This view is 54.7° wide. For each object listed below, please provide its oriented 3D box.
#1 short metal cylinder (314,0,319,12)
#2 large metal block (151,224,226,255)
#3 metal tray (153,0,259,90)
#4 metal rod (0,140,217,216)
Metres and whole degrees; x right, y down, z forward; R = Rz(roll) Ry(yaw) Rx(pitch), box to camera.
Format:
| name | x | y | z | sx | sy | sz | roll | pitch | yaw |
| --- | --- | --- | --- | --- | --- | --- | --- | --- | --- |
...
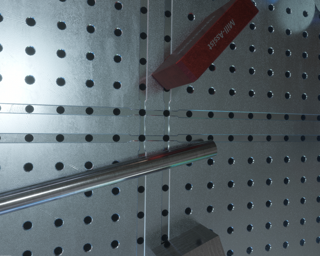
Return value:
| name | x | y | z | sx | sy | sz | roll | pitch | yaw |
| --- | --- | --- | --- | --- | --- | --- | --- | --- | --- |
| short metal cylinder | 0.298 | -0.223 | 0.496 | 0.050 | 0.080 | 0.080 | -18 | 96 | -19 |
| large metal block | 0.045 | 0.190 | 0.418 | 0.081 | 0.050 | 0.080 | -21 | 97 | -19 |
| metal tray | 0.056 | -0.108 | 0.399 | 0.030 | 0.090 | 0.130 | 46 | 76 | -15 |
| metal rod | -0.064 | 0.059 | 0.389 | 0.302 | 0.025 | 0.025 | -13 | 95 | -20 |
